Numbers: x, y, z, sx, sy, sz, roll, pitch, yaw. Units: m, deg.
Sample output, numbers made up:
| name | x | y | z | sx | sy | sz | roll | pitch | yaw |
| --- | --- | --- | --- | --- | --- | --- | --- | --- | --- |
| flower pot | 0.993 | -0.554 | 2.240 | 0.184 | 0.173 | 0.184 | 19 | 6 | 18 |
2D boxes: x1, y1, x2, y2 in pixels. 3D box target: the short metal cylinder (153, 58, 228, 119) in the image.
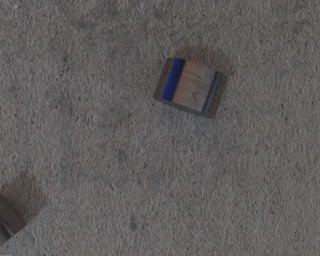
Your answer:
| name | x | y | z | sx | sy | sz | roll | pitch | yaw |
| --- | --- | --- | --- | --- | --- | --- | --- | --- | --- |
| short metal cylinder | 0.037 | -0.048 | 0.383 | 0.080 | 0.080 | 0.050 | 19 | 90 | 0 |

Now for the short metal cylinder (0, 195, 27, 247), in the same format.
| name | x | y | z | sx | sy | sz | roll | pitch | yaw |
| --- | --- | --- | --- | --- | --- | --- | --- | --- | --- |
| short metal cylinder | -0.215 | 0.128 | 0.381 | 0.080 | 0.080 | 0.050 | -38 | 90 | 0 |
